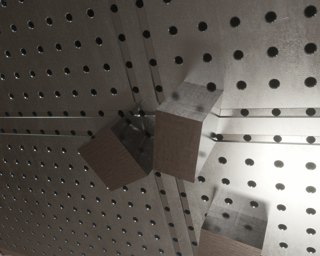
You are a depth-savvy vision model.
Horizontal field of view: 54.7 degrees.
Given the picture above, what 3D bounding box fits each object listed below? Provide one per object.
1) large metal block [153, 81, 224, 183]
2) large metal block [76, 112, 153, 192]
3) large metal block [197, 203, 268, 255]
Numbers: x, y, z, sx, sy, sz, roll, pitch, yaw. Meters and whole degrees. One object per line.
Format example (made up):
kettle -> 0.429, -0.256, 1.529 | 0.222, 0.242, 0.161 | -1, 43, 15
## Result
large metal block -> 0.033, 0.002, 0.359 | 0.050, 0.080, 0.079 | 16, 125, 19
large metal block -> -0.058, 0.035, 0.446 | 0.080, 0.050, 0.080 | -29, 103, 37
large metal block -> 0.101, 0.166, 0.444 | 0.080, 0.050, 0.079 | 15, 124, 19
